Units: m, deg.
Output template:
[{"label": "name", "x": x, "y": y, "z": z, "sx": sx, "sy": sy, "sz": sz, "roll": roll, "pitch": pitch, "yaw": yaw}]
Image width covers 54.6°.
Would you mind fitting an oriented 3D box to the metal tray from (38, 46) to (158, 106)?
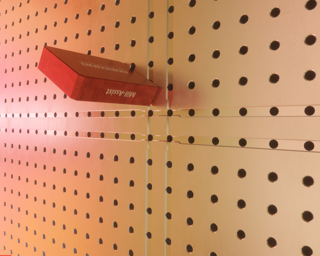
[{"label": "metal tray", "x": -0.077, "y": -0.066, "z": 0.406, "sx": 0.090, "sy": 0.131, "sz": 0.030, "roll": 38, "pitch": 113, "yaw": 33}]
